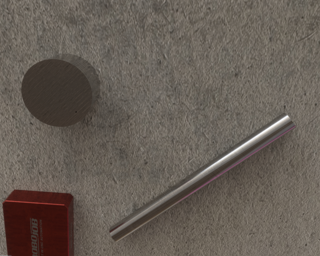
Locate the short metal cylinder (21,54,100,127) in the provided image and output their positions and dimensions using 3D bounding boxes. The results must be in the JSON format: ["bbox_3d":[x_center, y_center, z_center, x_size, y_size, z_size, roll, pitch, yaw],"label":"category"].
[{"bbox_3d":[-0.118,-0.047,0.378,0.081,0.050,0.079,0,110,0],"label":"short metal cylinder"}]

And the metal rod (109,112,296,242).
[{"bbox_3d":[0.051,0.075,0.437,0.300,0.025,0.025,-36,107,12],"label":"metal rod"}]

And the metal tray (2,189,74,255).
[{"bbox_3d":[-0.178,0.158,0.464,0.091,0.030,0.129,5,110,-2],"label":"metal tray"}]
